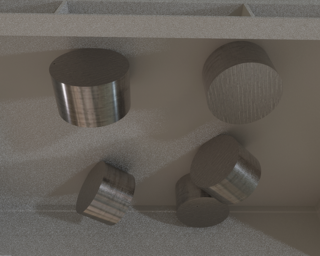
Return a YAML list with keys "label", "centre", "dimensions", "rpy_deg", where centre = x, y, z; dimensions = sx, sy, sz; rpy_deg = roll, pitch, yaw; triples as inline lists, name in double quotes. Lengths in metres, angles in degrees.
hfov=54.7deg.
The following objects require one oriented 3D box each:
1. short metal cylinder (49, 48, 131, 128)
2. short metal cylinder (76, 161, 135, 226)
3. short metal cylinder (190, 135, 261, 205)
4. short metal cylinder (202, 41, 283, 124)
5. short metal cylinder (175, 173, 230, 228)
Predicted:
- label: "short metal cylinder"
  centre: [-0.073, -0.045, 0.334]
  dimensions: [0.081, 0.080, 0.050]
  rpy_deg: [1, 130, -1]
- label: "short metal cylinder"
  centre: [-0.080, 0.095, 0.453]
  dimensions: [0.050, 0.080, 0.080]
  rpy_deg: [30, 124, -23]
- label: "short metal cylinder"
  centre: [0.088, 0.056, 0.422]
  dimensions: [0.080, 0.080, 0.050]
  rpy_deg: [-36, 121, 26]
- label: "short metal cylinder"
  centre: [0.090, -0.050, 0.350]
  dimensions: [0.081, 0.050, 0.079]
  rpy_deg: [0, 130, 0]
- label: "short metal cylinder"
  centre: [0.065, 0.114, 0.490]
  dimensions: [0.081, 0.050, 0.079]
  rpy_deg: [0, 130, 0]
